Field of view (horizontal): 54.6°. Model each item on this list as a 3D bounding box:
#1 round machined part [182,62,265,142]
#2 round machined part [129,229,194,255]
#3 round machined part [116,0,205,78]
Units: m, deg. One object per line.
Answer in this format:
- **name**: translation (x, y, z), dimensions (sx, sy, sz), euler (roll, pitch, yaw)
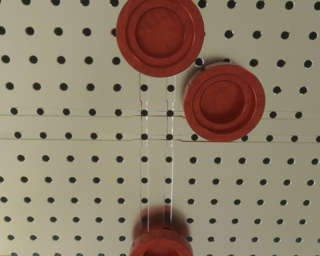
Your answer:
- **round machined part**: translation (0.077, -0.035, 0.392), dimensions (0.099, 0.042, 0.097), euler (0, 110, 0)
- **round machined part**: translation (0.002, 0.195, 0.476), dimensions (0.099, 0.042, 0.097), euler (0, 110, 0)
- **round machined part**: translation (0.000, -0.111, 0.363), dimensions (0.099, 0.042, 0.097), euler (0, 110, 0)
